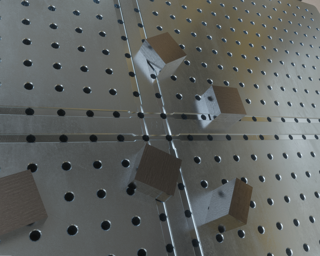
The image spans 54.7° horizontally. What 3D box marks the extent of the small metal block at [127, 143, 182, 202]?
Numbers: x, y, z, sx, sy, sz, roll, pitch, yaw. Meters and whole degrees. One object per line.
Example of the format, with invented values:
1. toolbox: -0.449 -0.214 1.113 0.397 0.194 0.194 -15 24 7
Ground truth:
1. small metal block: -0.006 0.054 0.374 0.050 0.025 0.050 26 52 -12

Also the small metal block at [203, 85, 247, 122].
1. small metal block: 0.102 -0.038 0.488 0.050 0.025 0.050 2 61 -28

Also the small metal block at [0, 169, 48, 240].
1. small metal block: -0.140 0.073 0.289 0.050 0.025 0.050 -16 70 -35

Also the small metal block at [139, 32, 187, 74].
1. small metal block: 0.005 -0.118 0.485 0.050 0.025 0.050 -31 79 -38

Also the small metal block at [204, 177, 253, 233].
1. small metal block: 0.084 0.096 0.381 0.025 0.050 0.050 31 52 -9
